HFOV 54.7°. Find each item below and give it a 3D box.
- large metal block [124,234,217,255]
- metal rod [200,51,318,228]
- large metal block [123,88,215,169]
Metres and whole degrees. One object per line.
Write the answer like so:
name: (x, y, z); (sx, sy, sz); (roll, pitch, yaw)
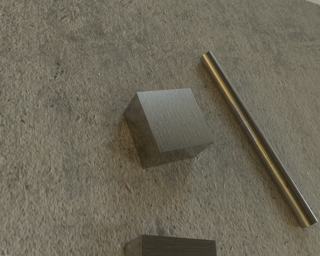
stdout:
large metal block: (0.010, 0.152, 0.300); (0.081, 0.050, 0.080); (13, 56, -21)
metal rod: (0.144, 0.007, 0.476); (0.025, 0.025, 0.299); (-16, 70, -34)
large metal block: (0.010, -0.001, 0.394); (0.081, 0.050, 0.080); (-9, 66, -32)
